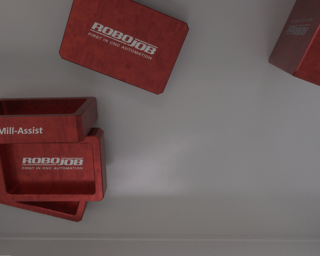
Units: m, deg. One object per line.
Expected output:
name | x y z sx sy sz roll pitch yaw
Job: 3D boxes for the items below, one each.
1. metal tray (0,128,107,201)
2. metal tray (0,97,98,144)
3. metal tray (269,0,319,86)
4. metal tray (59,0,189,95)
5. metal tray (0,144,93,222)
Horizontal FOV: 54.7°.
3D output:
metal tray | -0.136 0.046 0.391 0.131 0.030 0.089 0 109 -1
metal tray | -0.148 -0.012 0.370 0.131 0.090 0.030 -1 109 0
metal tray | 0.156 -0.099 0.318 0.030 0.130 0.089 21 109 2
metal tray | -0.042 -0.105 0.369 0.131 0.030 0.089 20 109 -8
metal tray | -0.162 0.073 0.433 0.131 0.030 0.089 16 109 -6
